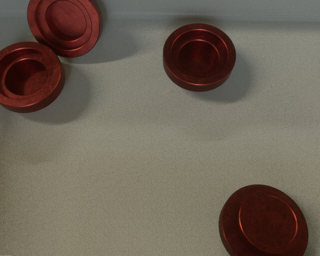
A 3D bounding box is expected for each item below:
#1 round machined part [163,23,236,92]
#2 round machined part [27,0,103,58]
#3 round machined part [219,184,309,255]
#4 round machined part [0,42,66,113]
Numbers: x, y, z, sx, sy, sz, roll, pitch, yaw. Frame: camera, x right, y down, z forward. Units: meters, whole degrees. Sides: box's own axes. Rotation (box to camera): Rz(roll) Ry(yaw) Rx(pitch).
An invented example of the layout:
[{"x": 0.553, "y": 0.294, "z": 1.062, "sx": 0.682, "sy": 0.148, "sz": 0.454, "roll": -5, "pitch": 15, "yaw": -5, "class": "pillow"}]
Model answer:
[{"x": 0.053, "y": -0.094, "z": 0.436, "sx": 0.099, "sy": 0.042, "sz": 0.098, "roll": 0, "pitch": 70, "yaw": -1, "class": "round machined part"}, {"x": -0.129, "y": -0.153, "z": 0.436, "sx": 0.099, "sy": 0.097, "sz": 0.042, "roll": 4, "pitch": 33, "yaw": 1, "class": "round machined part"}, {"x": 0.120, "y": 0.111, "z": 0.353, "sx": 0.099, "sy": 0.042, "sz": 0.098, "roll": 1, "pitch": 60, "yaw": -1, "class": "round machined part"}, {"x": -0.178, "y": -0.065, "z": 0.422, "sx": 0.099, "sy": 0.042, "sz": 0.098, "roll": 0, "pitch": 70, "yaw": -1, "class": "round machined part"}]
